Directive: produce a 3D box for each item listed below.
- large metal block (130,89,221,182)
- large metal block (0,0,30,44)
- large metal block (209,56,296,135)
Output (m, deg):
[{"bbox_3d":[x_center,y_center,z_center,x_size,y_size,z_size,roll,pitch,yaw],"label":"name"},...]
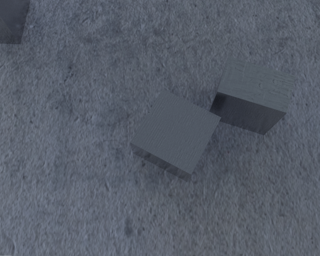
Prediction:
[{"bbox_3d":[0.019,0.010,0.391,0.080,0.050,0.080,27,72,9],"label":"large metal block"},{"bbox_3d":[-0.233,-0.178,0.441,0.050,0.080,0.080,2,70,0],"label":"large metal block"},{"bbox_3d":[0.112,-0.038,0.394,0.080,0.080,0.050,18,71,6],"label":"large metal block"}]
